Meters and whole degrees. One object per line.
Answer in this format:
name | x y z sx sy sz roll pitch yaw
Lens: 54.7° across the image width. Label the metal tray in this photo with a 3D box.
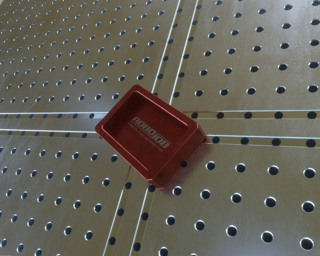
metal tray | -0.017 0.006 0.408 0.090 0.030 0.130 -48 52 -6
